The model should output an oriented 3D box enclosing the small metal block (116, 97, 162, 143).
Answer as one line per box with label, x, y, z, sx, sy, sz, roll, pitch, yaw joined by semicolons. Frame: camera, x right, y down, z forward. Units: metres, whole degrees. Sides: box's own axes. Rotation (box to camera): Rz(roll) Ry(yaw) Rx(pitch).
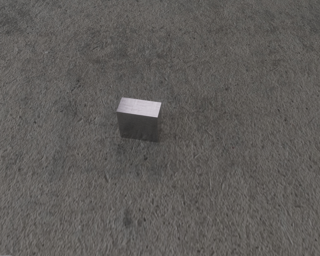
small metal block;-0.025;-0.010;0.395;0.050;0.050;0.025;8;51;7
